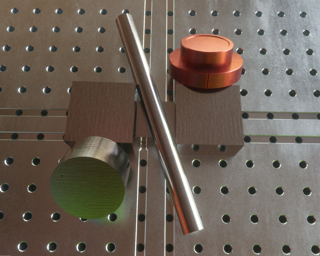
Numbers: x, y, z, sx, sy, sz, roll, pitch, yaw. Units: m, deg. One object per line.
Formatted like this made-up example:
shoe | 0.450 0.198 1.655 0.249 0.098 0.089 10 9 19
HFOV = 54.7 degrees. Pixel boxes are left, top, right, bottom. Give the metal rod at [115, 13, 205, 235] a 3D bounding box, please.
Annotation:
metal rod | -0.007 -0.020 0.391 0.025 0.025 0.299 -16 71 -6

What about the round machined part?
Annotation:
round machined part | 0.061 -0.094 0.411 0.099 0.042 0.098 1 35 0

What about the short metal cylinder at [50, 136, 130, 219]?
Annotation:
short metal cylinder | -0.077 0.056 0.355 0.080 0.050 0.079 0 113 1

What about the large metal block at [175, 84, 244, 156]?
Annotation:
large metal block | 0.060 -0.009 0.403 0.081 0.050 0.080 1 70 0

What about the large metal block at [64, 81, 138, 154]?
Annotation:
large metal block | -0.072 -0.013 0.403 0.081 0.050 0.080 2 70 0

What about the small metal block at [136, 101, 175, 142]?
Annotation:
small metal block | -0.006 -0.008 0.415 0.050 0.025 0.050 1 70 0
